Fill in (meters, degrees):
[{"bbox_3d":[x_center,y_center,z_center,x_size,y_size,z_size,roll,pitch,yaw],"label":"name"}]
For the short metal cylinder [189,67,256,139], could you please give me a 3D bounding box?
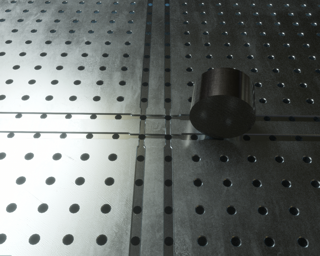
[{"bbox_3d":[0.081,-0.031,0.399,0.080,0.080,0.050,8,51,6],"label":"short metal cylinder"}]
